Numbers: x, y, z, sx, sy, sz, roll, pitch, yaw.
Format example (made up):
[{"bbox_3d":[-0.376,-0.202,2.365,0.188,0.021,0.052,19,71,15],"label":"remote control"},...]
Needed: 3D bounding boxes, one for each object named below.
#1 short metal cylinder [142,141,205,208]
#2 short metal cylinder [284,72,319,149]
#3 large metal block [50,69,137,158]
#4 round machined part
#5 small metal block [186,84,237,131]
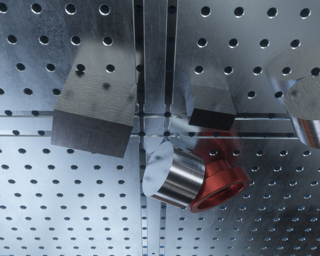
[{"bbox_3d":[0.018,0.065,0.431,0.050,0.080,0.080,26,125,-20],"label":"short metal cylinder"},{"bbox_3d":[0.193,-0.022,0.360,0.080,0.080,0.050,-24,126,18],"label":"short metal cylinder"},{"bbox_3d":[-0.074,-0.018,0.359,0.081,0.080,0.050,12,129,-11],"label":"large metal block"},{"bbox_3d":[0.079,0.082,0.454,0.099,0.042,0.098,-21,152,-12],"label":"round machined part"},{"bbox_3d":[0.060,-0.025,0.375,0.050,0.050,0.025,9,130,-8],"label":"small metal block"}]
